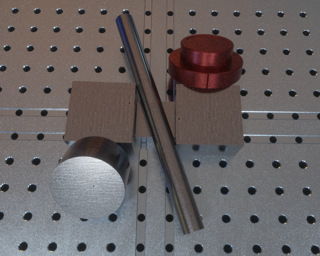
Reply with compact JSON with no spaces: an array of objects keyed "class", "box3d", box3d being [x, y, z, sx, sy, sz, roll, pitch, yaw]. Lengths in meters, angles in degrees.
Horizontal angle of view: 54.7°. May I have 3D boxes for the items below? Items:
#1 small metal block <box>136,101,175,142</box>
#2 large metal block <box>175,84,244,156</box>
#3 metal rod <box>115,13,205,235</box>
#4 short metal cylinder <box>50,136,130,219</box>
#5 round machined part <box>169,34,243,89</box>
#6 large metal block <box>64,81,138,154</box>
[{"class":"small metal block","box3d":[-0.006,-0.008,0.415,0.050,0.025,0.050,1,70,0]},{"class":"large metal block","box3d":[0.060,-0.009,0.403,0.081,0.050,0.080,1,70,0]},{"class":"metal rod","box3d":[-0.007,-0.020,0.391,0.025,0.025,0.299,-16,71,-6]},{"class":"short metal cylinder","box3d":[-0.077,0.056,0.355,0.080,0.050,0.079,0,113,1]},{"class":"round machined part","box3d":[0.061,-0.094,0.411,0.099,0.042,0.098,1,35,0]},{"class":"large metal block","box3d":[-0.072,-0.013,0.403,0.081,0.050,0.080,2,70,0]}]
